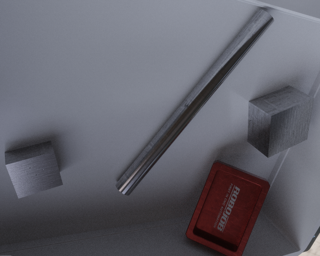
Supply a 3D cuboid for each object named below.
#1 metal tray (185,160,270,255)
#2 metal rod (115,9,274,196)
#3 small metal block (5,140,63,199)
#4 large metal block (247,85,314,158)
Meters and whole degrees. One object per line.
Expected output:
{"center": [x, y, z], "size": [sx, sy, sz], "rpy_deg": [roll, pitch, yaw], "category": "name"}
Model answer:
{"center": [0.105, 0.127, 0.489], "size": [0.030, 0.090, 0.129], "rpy_deg": [1, 110, -79], "category": "metal tray"}
{"center": [0.042, -0.029, 0.415], "size": [0.025, 0.025, 0.299], "rpy_deg": [33, 100, -39], "category": "metal rod"}
{"center": [-0.145, 0.048, 0.360], "size": [0.050, 0.025, 0.050], "rpy_deg": [-16, 125, -20], "category": "small metal block"}
{"center": [0.189, -0.011, 0.492], "size": [0.081, 0.050, 0.079], "rpy_deg": [-21, 127, -16], "category": "large metal block"}
